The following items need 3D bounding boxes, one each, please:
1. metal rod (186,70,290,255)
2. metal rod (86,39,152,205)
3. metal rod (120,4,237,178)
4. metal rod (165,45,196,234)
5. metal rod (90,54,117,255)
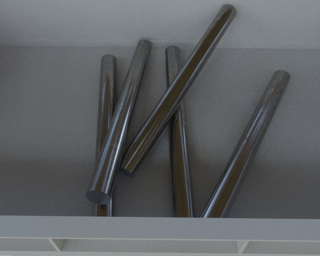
[{"bbox_3d":[0.111,0.019,0.383,0.025,0.025,0.301,24,52,18],"label":"metal rod"},{"bbox_3d":[-0.043,-0.035,0.414,0.025,0.025,0.300,5,44,4],"label":"metal rod"},{"bbox_3d":[0.033,-0.065,0.418,0.025,0.025,0.300,24,65,19],"label":"metal rod"},{"bbox_3d":[0.023,-0.011,0.414,0.025,0.025,0.300,-1,50,-1],"label":"metal rod"},{"bbox_3d":[-0.068,0.007,0.398,0.025,0.025,0.300,-4,50,-3],"label":"metal rod"}]
